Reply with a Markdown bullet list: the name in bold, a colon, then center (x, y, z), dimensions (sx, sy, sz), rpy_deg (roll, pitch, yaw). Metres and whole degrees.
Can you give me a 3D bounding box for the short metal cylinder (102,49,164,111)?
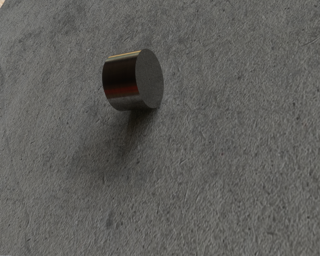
- **short metal cylinder**: center (-0.035, -0.065, 0.428), dimensions (0.050, 0.080, 0.080), rpy_deg (-4, 60, 26)
